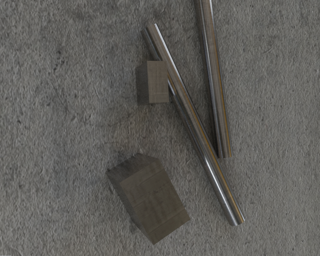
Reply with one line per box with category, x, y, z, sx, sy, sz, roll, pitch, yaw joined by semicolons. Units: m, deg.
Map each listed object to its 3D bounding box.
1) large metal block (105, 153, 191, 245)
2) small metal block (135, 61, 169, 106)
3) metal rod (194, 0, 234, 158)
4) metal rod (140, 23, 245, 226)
large metal block;-0.018;0.080;0.374;0.050;0.080;0.080;-30;100;-18
small metal block;-0.011;-0.055;0.393;0.025;0.050;0.050;-4;92;-20
metal rod;0.071;-0.106;0.436;0.025;0.025;0.298;-10;94;-20
metal rod;0.049;0.002;0.428;0.025;0.025;0.299;-29;100;-18
